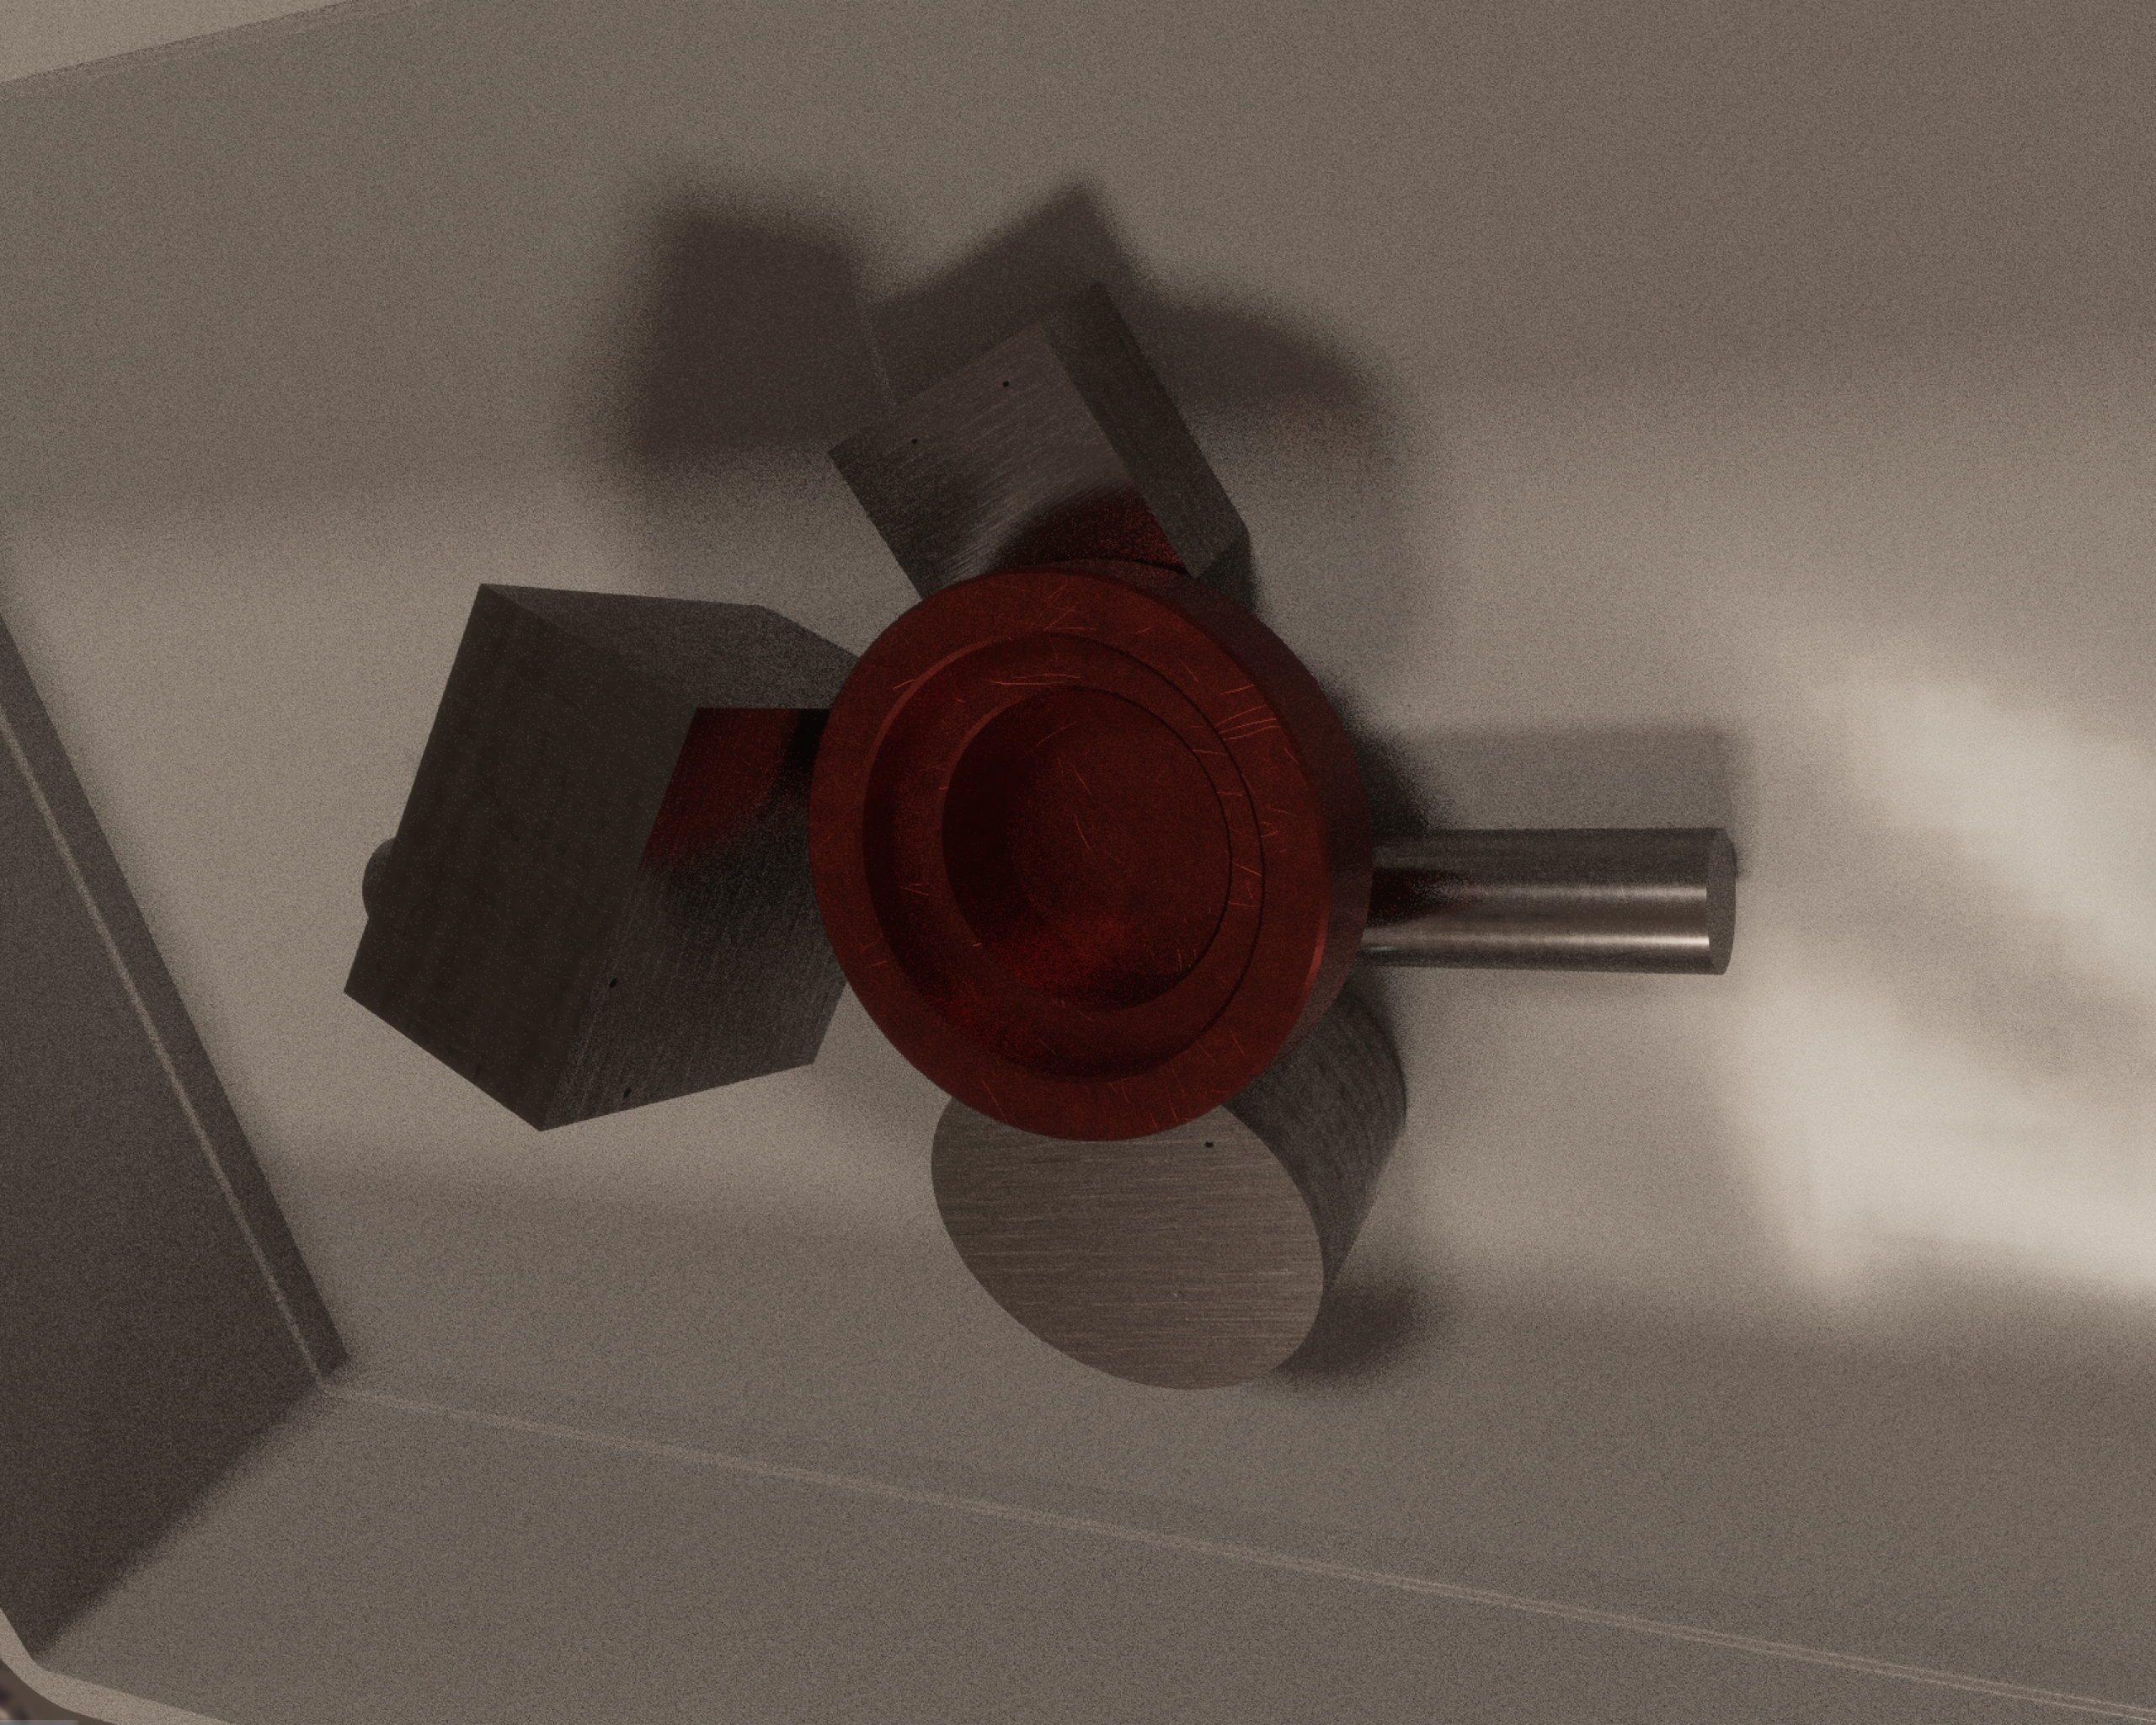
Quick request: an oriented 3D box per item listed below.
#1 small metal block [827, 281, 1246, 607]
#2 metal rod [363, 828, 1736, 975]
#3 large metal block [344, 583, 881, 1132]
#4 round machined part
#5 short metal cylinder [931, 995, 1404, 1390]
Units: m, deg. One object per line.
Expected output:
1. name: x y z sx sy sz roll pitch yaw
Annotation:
1. small metal block: -0.007 -0.066 0.369 0.050 0.025 0.050 -23 107 36
2. metal rod: -0.025 0.006 0.420 0.300 0.025 0.025 0 119 27
3. large metal block: -0.078 -0.003 0.390 0.050 0.080 0.079 30 106 23
4. round machined part: 0.005 -0.004 0.364 0.098 0.042 0.097 6 104 27
5. short metal cylinder: 0.018 0.057 0.413 0.080 0.050 0.079 13 124 20
